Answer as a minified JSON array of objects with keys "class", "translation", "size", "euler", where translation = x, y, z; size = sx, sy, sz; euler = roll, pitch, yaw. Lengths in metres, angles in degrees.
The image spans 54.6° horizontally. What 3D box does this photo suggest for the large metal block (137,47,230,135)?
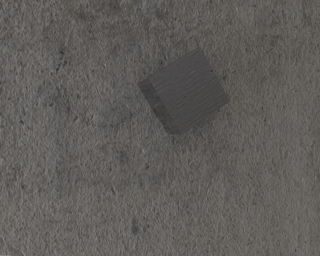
[{"class":"large metal block","translation":[0.030,-0.047,0.406],"size":[0.080,0.050,0.080],"euler":[-34,101,-17]}]
